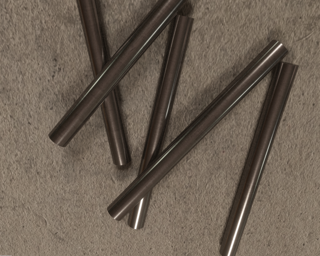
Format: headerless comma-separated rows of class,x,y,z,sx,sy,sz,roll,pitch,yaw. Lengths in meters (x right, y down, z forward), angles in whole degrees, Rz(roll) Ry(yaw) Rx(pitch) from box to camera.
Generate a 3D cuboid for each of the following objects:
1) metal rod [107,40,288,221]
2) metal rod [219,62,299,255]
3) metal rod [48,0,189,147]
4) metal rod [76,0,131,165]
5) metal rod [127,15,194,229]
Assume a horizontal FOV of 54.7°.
metal rod,0.043,0.008,0.395,0.025,0.025,0.300,42,98,-14
metal rod,0.132,0.058,0.432,0.025,0.025,0.298,10,110,-4
metal rod,-0.025,-0.097,0.354,0.025,0.025,0.299,40,98,-14
metal rod,-0.074,-0.093,0.374,0.025,0.025,0.298,-8,110,2
metal rod,-0.004,0.006,0.411,0.025,0.025,0.298,11,110,-5
